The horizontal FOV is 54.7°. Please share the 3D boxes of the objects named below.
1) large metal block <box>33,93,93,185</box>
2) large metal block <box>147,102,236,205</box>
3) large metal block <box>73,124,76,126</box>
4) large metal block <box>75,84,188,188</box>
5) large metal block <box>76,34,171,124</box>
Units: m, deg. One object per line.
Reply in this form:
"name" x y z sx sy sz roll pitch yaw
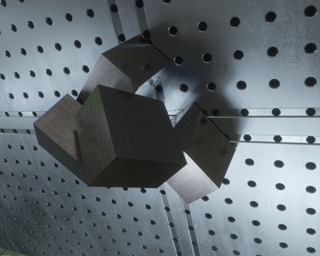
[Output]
"large metal block" -0.099 0.017 0.371 0.080 0.050 0.080 41 154 0
"large metal block" 0.037 0.029 0.371 0.080 0.080 0.050 47 129 -5
"large metal block" -0.087 0.020 0.451 0.080 0.050 0.080 43 129 -2
"large metal block" -0.030 0.011 0.306 0.050 0.081 0.080 -45 50 34
"large metal block" -0.043 -0.053 0.362 0.050 0.080 0.080 41 129 0
